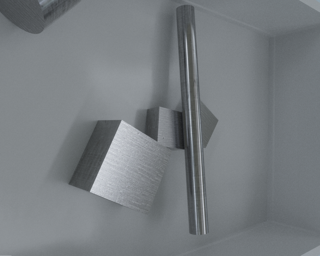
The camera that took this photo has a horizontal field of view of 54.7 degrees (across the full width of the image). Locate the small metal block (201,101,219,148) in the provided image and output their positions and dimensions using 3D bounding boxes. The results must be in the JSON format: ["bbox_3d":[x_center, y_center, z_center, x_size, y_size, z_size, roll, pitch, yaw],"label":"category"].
[{"bbox_3d":[0.054,-0.006,0.454,0.050,0.025,0.050,43,64,-32],"label":"small metal block"}]

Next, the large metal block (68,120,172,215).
[{"bbox_3d":[-0.043,0.045,0.356,0.080,0.050,0.080,34,69,-35],"label":"large metal block"}]

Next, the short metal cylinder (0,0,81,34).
[{"bbox_3d":[-0.116,-0.132,0.274,0.050,0.080,0.080,-53,121,-27],"label":"short metal cylinder"}]

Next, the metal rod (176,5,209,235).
[{"bbox_3d":[0.042,-0.014,0.411,0.025,0.025,0.298,1,84,-40],"label":"metal rod"}]

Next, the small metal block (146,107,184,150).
[{"bbox_3d":[0.009,0.002,0.413,0.050,0.025,0.050,12,77,-40],"label":"small metal block"}]
